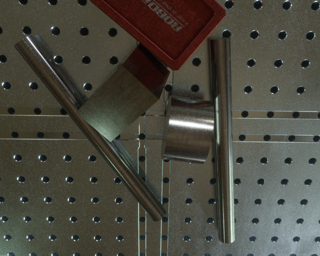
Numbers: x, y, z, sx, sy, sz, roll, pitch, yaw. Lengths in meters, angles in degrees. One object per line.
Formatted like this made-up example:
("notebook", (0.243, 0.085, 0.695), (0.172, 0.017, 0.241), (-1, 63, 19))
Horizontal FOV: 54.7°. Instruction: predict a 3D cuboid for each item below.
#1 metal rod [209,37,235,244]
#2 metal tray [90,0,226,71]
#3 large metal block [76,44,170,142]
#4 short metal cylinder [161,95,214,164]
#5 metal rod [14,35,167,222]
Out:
("metal rod", (0.088, 0.030, 0.425), (0.025, 0.025, 0.298), (-6, 110, 2))
("metal tray", (-0.002, -0.142, 0.358), (0.130, 0.030, 0.090), (38, 105, -13))
("large metal block", (-0.039, -0.043, 0.358), (0.050, 0.080, 0.080), (43, 119, -15))
("short metal cylinder", (0.032, 0.002, 0.385), (0.050, 0.080, 0.079), (8, 110, -3))
("metal rod", (-0.083, 0.012, 0.416), (0.025, 0.025, 0.299), (-32, 108, 10))
